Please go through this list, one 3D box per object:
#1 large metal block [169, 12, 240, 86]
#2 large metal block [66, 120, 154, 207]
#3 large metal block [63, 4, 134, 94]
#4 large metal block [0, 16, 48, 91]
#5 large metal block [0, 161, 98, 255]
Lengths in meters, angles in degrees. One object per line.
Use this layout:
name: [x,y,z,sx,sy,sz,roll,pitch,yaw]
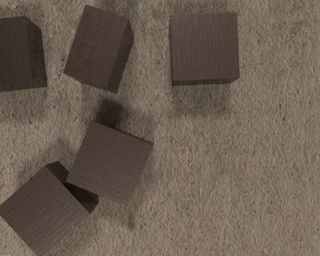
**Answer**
large metal block: [0.054,-0.098,0.398,0.081,0.050,0.079,-3,90,-1]
large metal block: [-0.061,0.043,0.397,0.080,0.050,0.080,23,90,-1]
large metal block: [-0.071,-0.091,0.382,0.050,0.080,0.080,18,90,0]
large metal block: [-0.197,-0.091,0.395,0.081,0.050,0.079,-6,90,-1]
large metal block: [-0.141,0.101,0.396,0.080,0.050,0.080,-42,91,0]
